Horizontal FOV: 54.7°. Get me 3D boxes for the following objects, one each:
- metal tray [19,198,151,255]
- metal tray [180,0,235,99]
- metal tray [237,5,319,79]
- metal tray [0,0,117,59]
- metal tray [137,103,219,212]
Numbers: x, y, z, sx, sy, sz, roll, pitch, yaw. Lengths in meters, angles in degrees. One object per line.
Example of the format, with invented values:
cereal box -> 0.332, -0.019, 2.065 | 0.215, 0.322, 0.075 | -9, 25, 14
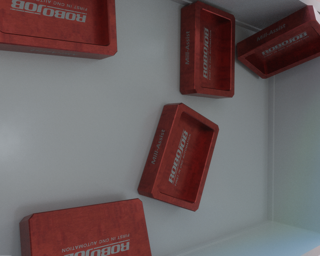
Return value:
metal tray -> -0.072, 0.128, 0.326 | 0.131, 0.030, 0.090 | 2, 69, -40
metal tray -> 0.073, -0.112, 0.466 | 0.091, 0.030, 0.129 | 1, 89, -40
metal tray -> 0.206, -0.135, 0.511 | 0.090, 0.130, 0.030 | 24, 58, -38
metal tray -> -0.108, -0.121, 0.313 | 0.131, 0.030, 0.089 | -4, 93, -40
metal tray -> 0.030, 0.041, 0.430 | 0.090, 0.030, 0.130 | 28, 72, -37
